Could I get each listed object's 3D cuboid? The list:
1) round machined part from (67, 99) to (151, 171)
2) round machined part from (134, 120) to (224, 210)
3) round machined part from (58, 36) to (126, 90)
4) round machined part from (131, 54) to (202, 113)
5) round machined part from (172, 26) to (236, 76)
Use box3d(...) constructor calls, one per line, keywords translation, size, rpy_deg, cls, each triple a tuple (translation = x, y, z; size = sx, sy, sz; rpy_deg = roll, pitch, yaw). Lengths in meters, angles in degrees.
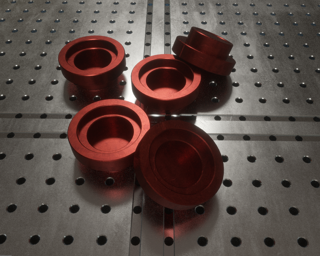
box3d(translation=(-0.060, 0.013, 0.385), size=(0.099, 0.042, 0.098), rpy_deg=(0, 50, 0), cls="round machined part")
box3d(translation=(0.018, 0.043, 0.347), size=(0.099, 0.042, 0.098), rpy_deg=(10, 59, -17), cls="round machined part")
box3d(translation=(-0.101, -0.097, 0.477), size=(0.099, 0.042, 0.098), rpy_deg=(0, 50, 0), cls="round machined part")
box3d(translation=(0.009, -0.060, 0.448), size=(0.099, 0.042, 0.098), rpy_deg=(0, 50, 0), cls="round machined part")
box3d(translation=(0.071, -0.121, 0.471), size=(0.099, 0.042, 0.098), rpy_deg=(19, 25, -9), cls="round machined part")
